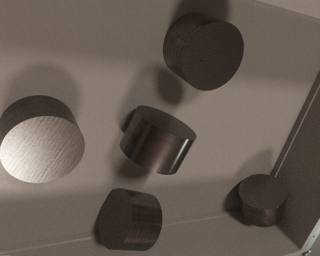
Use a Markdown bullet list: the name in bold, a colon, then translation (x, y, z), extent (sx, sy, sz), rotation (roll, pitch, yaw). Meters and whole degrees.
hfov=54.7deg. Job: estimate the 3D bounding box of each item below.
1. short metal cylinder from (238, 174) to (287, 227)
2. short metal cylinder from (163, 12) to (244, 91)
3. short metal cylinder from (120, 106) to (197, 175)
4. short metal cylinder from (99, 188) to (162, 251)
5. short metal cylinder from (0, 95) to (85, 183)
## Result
- **short metal cylinder**: translation (0.184, 0.129, 0.557), extent (0.081, 0.080, 0.050), rotation (-24, 127, -14)
- **short metal cylinder**: translation (0.050, -0.090, 0.366), extent (0.081, 0.050, 0.079), rotation (-14, 125, -21)
- **short metal cylinder**: translation (-0.003, 0.014, 0.382), extent (0.081, 0.080, 0.050), rotation (15, 110, -35)
- **short metal cylinder**: translation (-0.042, 0.128, 0.431), extent (0.050, 0.080, 0.080), rotation (20, 107, -36)
- **short metal cylinder**: translation (-0.127, 0.011, 0.331), extent (0.081, 0.050, 0.079), rotation (-14, 125, -21)
